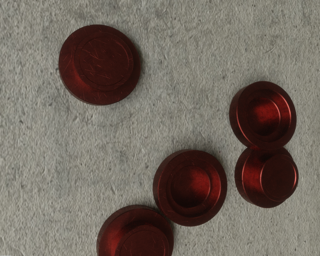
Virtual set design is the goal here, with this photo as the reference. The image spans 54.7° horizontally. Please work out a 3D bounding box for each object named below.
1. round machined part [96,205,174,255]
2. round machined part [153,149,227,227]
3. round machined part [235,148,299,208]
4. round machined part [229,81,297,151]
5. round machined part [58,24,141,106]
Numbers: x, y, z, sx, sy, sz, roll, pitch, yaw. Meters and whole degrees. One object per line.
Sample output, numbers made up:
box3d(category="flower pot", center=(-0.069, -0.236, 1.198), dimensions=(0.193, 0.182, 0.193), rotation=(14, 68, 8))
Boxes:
box3d(category="round machined part", center=(-0.028, 0.150, 0.390), dimensions=(0.099, 0.042, 0.097), rotation=(0, 90, -20))
box3d(category="round machined part", center=(0.037, 0.077, 0.413), dimensions=(0.099, 0.042, 0.097), rotation=(0, 90, -20))
box3d(category="round machined part", center=(0.164, 0.071, 0.460), dimensions=(0.099, 0.042, 0.097), rotation=(0, 90, -20))
box3d(category="round machined part", center=(0.143, -0.015, 0.448), dimensions=(0.099, 0.042, 0.097), rotation=(3, 81, -18))
box3d(category="round machined part", center=(-0.070, -0.077, 0.374), dimensions=(0.099, 0.042, 0.097), rotation=(0, 90, -20))
